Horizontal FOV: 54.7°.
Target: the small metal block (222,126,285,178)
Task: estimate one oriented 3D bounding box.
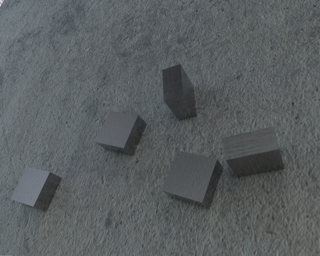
[{"bbox_3d":[0.097,0.027,0.320,0.050,0.050,0.025,-15,56,20],"label":"small metal block"}]

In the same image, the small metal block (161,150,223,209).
[{"bbox_3d":[0.037,0.057,0.349,0.050,0.025,0.050,10,67,32],"label":"small metal block"}]

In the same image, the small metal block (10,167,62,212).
[{"bbox_3d":[-0.177,0.087,0.444,0.050,0.025,0.050,6,64,30],"label":"small metal block"}]

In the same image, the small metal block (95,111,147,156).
[{"bbox_3d":[-0.054,0.007,0.428,0.050,0.025,0.050,9,66,32],"label":"small metal block"}]

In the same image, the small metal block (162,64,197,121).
[{"bbox_3d":[0.026,-0.045,0.402,0.025,0.050,0.050,-15,56,20],"label":"small metal block"}]
